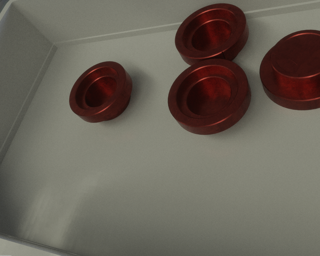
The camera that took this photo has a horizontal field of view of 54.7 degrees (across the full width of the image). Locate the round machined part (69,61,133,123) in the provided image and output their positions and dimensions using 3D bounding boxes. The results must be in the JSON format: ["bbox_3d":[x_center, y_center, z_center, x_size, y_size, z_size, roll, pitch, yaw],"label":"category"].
[{"bbox_3d":[-0.084,-0.050,0.470,0.098,0.042,0.098,-13,56,21],"label":"round machined part"}]

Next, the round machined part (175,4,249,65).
[{"bbox_3d":[0.074,-0.122,0.431,0.098,0.042,0.098,-13,56,21],"label":"round machined part"}]

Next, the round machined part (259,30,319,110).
[{"bbox_3d":[0.164,-0.072,0.353,0.098,0.042,0.098,-13,56,21],"label":"round machined part"}]

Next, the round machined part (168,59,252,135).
[{"bbox_3d":[0.063,-0.034,0.383,0.098,0.042,0.098,-13,56,21],"label":"round machined part"}]
